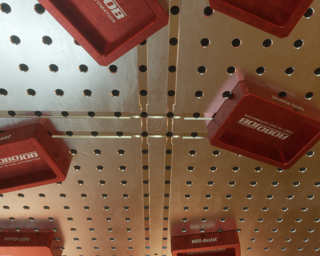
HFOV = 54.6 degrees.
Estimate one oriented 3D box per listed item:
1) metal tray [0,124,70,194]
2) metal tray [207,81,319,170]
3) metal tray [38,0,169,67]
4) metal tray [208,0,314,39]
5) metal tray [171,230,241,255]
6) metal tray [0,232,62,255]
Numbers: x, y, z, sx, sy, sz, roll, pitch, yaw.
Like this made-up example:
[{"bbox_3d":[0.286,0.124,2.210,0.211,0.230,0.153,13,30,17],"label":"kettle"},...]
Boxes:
[{"bbox_3d":[-0.211,0.049,0.447,0.130,0.030,0.090,-13,129,10],"label":"metal tray"},{"bbox_3d":[0.140,0.001,0.409,0.131,0.030,0.089,19,128,-16],"label":"metal tray"},{"bbox_3d":[-0.063,-0.133,0.294,0.090,0.030,0.130,-29,125,22],"label":"metal tray"},{"bbox_3d":[0.110,-0.156,0.275,0.091,0.030,0.129,17,128,-14],"label":"metal tray"},{"bbox_3d":[0.093,0.248,0.619,0.131,0.030,0.090,-9,130,7],"label":"metal tray"},{"bbox_3d":[-0.271,0.244,0.613,0.131,0.030,0.089,0,130,-1],"label":"metal tray"}]
